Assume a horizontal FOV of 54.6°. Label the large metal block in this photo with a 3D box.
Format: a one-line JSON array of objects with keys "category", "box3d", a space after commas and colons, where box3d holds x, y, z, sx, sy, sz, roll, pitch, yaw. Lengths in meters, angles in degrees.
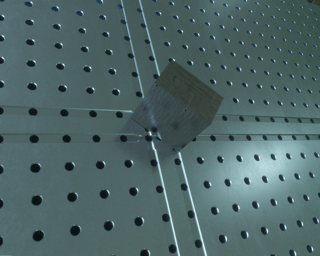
[{"category": "large metal block", "box3d": [0.020, -0.026, 0.399, 0.080, 0.080, 0.050, 36, 51, -5]}]
